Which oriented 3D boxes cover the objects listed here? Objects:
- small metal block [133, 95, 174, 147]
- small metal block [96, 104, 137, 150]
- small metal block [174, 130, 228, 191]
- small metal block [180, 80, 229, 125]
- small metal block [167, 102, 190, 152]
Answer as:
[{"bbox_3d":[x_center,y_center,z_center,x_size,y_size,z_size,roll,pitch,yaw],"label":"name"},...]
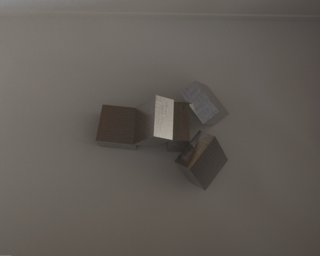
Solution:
[{"bbox_3d":[-0.008,-0.007,0.378,0.025,0.050,0.050,13,70,-29],"label":"small metal block"},{"bbox_3d":[-0.053,-0.001,0.406,0.050,0.025,0.050,6,70,2],"label":"small metal block"},{"bbox_3d":[0.052,0.040,0.378,0.025,0.050,0.050,23,67,45],"label":"small metal block"},{"bbox_3d":[0.059,-0.032,0.404,0.025,0.050,0.050,-40,73,20],"label":"small metal block"},{"bbox_3d":[0.023,0.000,0.395,0.025,0.050,0.050,1,70,0],"label":"small metal block"}]
